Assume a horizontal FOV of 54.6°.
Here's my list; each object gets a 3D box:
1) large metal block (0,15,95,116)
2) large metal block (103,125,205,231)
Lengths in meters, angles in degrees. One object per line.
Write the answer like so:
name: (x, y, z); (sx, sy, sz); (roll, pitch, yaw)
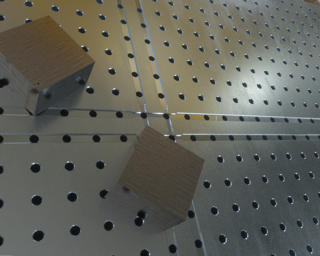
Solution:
large metal block: (-0.138, -0.074, 0.363); (0.080, 0.050, 0.080); (45, 51, 3)
large metal block: (-0.005, 0.057, 0.354); (0.080, 0.050, 0.080); (31, 52, -8)
